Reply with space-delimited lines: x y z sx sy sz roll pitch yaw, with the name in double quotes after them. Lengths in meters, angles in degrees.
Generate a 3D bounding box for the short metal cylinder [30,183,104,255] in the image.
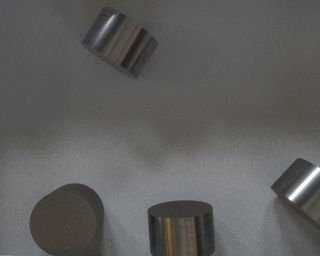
-0.117 0.115 0.398 0.081 0.050 0.080 0 90 0 "short metal cylinder"

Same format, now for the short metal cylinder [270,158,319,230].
0.187 0.083 0.385 0.080 0.080 0.050 43 90 0 "short metal cylinder"

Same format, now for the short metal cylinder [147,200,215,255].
0.026 0.125 0.384 0.080 0.080 0.050 -4 90 0 "short metal cylinder"

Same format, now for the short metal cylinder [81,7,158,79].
-0.049 -0.103 0.383 0.080 0.080 0.050 32 90 0 "short metal cylinder"
